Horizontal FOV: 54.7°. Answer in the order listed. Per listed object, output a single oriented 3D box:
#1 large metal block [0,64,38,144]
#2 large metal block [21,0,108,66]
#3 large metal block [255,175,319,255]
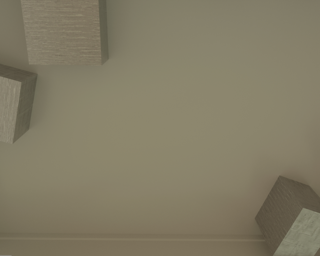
[{"bbox_3d":[-0.207,-0.035,0.383,0.080,0.050,0.079,15,109,-6],"label":"large metal block"},{"bbox_3d":[-0.105,-0.116,0.354,0.081,0.050,0.079,1,110,-1],"label":"large metal block"},{"bbox_3d":[0.184,0.126,0.430,0.050,0.080,0.079,19,109,-7],"label":"large metal block"}]
